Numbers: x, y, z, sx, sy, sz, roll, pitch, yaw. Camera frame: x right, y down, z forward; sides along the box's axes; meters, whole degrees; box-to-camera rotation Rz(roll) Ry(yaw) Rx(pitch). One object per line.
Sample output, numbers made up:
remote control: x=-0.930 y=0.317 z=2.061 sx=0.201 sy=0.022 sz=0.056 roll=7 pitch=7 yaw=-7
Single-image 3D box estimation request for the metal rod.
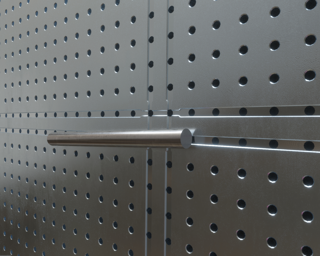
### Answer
metal rod: x=-0.083 y=0.017 z=0.478 sx=0.300 sy=0.025 sz=0.025 roll=-2 pitch=89 yaw=40
